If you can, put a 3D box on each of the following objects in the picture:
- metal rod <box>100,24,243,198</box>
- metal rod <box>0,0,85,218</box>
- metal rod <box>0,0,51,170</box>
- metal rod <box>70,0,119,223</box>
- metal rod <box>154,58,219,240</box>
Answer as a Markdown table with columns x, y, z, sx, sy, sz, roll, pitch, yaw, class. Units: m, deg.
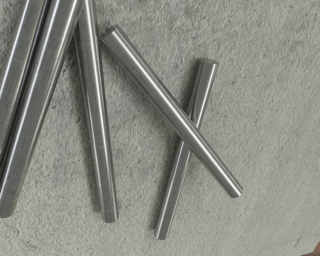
| x | y | z | sx | sy | sz | roll | pitch | yaw | class |
| --- | --- | --- | --- | --- | --- | --- | --- | --- | --- |
| 0.031 | -0.001 | 0.395 | 0.025 | 0.025 | 0.300 | -41 | 121 | 0 | metal rod |
| -0.123 | -0.026 | 0.308 | 0.025 | 0.025 | 0.298 | 11 | 118 | -33 | metal rod |
| -0.138 | -0.053 | 0.298 | 0.025 | 0.025 | 0.298 | 14 | 111 | -34 | metal rod |
| -0.073 | 0.001 | 0.367 | 0.025 | 0.025 | 0.298 | -14 | 124 | -21 | metal rod |
| 0.032 | 0.047 | 0.452 | 0.025 | 0.025 | 0.298 | -2 | 119 | -28 | metal rod |
